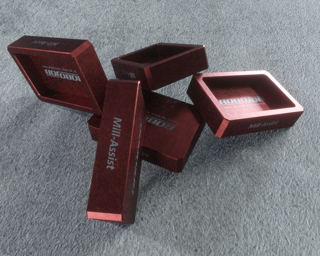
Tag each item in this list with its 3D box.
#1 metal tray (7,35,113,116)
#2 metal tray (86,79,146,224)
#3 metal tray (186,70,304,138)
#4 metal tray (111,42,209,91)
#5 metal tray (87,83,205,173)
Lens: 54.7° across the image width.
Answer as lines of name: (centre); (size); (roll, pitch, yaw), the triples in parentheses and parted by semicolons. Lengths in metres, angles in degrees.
metal tray: (-0.127, -0.069, 0.399); (0.130, 0.090, 0.030); (14, 50, 32)
metal tray: (-0.038, 0.028, 0.313); (0.030, 0.090, 0.130); (4, 71, 4)
metal tray: (0.112, -0.036, 0.412); (0.131, 0.030, 0.090); (-7, 49, -26)
metal tray: (-0.005, -0.092, 0.440); (0.091, 0.030, 0.130); (-25, 26, -20)
metal tray: (-0.015, -0.005, 0.405); (0.130, 0.030, 0.090); (20, 53, 15)
